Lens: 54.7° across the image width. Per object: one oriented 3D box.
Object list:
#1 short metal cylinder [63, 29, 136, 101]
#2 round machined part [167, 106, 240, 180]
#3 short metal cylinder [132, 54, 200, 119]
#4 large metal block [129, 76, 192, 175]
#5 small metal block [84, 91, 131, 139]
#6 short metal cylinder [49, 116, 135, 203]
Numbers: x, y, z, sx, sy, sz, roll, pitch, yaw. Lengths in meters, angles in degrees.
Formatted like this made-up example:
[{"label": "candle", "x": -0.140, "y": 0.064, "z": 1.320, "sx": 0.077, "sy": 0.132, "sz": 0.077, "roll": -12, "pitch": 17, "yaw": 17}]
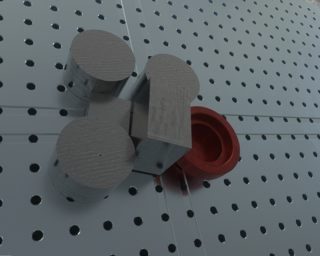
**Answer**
[{"label": "short metal cylinder", "x": -0.078, "y": -0.078, "z": 0.397, "sx": 0.081, "sy": 0.050, "sz": 0.080, "roll": 14, "pitch": 56, "yaw": -21}, {"label": "round machined part", "x": 0.053, "y": 0.023, "z": 0.411, "sx": 0.099, "sy": 0.042, "sz": 0.098, "roll": 14, "pitch": 56, "yaw": -21}, {"label": "short metal cylinder", "x": 0.008, "y": -0.055, "z": 0.429, "sx": 0.081, "sy": 0.050, "sz": 0.080, "roll": 14, "pitch": 56, "yaw": -21}, {"label": "large metal block", "x": -0.005, "y": 0.000, "z": 0.366, "sx": 0.050, "sy": 0.080, "sz": 0.080, "roll": 15, "pitch": 56, "yaw": -20}, {"label": "small metal block", "x": -0.065, "y": -0.012, "z": 0.380, "sx": 0.050, "sy": 0.025, "sz": 0.050, "roll": 14, "pitch": 56, "yaw": -21}, {"label": "short metal cylinder", "x": -0.073, "y": 0.034, "z": 0.332, "sx": 0.081, "sy": 0.050, "sz": 0.080, "roll": 14, "pitch": 56, "yaw": -21}]
